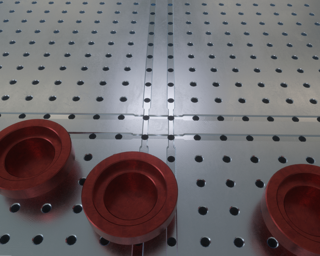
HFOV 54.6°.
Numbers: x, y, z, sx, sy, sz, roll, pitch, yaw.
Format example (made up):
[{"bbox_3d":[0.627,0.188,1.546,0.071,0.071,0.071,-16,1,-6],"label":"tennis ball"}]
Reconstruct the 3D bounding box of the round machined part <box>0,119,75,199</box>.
[{"bbox_3d":[-0.149,0.039,0.363,0.099,0.042,0.098,0,50,0],"label":"round machined part"}]

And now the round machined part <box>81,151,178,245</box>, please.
[{"bbox_3d":[-0.030,0.076,0.333,0.099,0.042,0.098,0,50,0],"label":"round machined part"}]

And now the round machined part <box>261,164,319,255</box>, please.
[{"bbox_3d":[0.155,0.089,0.322,0.099,0.042,0.098,0,50,0],"label":"round machined part"}]
